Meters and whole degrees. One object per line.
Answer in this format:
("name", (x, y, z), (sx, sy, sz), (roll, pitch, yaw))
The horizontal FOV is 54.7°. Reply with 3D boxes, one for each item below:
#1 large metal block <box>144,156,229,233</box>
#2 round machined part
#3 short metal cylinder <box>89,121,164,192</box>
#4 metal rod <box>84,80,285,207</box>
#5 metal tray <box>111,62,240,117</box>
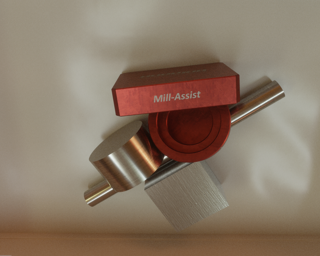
("large metal block", (0.035, 0.082, 0.426), (0.080, 0.050, 0.080), (-31, 108, 10))
("round machined part", (0.038, -0.006, 0.384), (0.098, 0.042, 0.097), (-1, 85, 14))
("short metal cylinder", (-0.042, 0.035, 0.393), (0.080, 0.080, 0.050), (-32, 107, 10))
("metal rod", (0.025, 0.026, 0.420), (0.300, 0.025, 0.025), (-31, 108, 10))
("metal tray", (0.017, -0.047, 0.357), (0.131, 0.090, 0.030), (-6, 110, 1))
